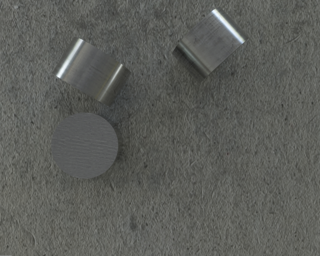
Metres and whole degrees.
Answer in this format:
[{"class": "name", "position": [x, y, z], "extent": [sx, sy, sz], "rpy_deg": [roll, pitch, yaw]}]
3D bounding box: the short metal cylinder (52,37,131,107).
[{"class": "short metal cylinder", "position": [-0.083, -0.068, 0.382], "extent": [0.080, 0.080, 0.050], "rpy_deg": [31, 90, 0]}]

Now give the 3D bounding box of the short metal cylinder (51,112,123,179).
[{"class": "short metal cylinder", "position": [-0.090, 0.021, 0.397], "extent": [0.081, 0.050, 0.080], "rpy_deg": [0, 90, 0]}]

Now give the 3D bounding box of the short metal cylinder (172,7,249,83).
[{"class": "short metal cylinder", "position": [0.062, -0.101, 0.383], "extent": [0.080, 0.080, 0.050], "rpy_deg": [-43, 90, 0]}]
